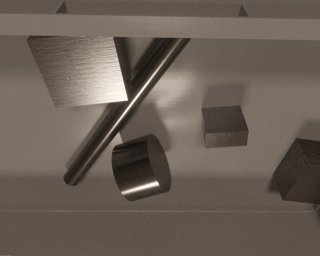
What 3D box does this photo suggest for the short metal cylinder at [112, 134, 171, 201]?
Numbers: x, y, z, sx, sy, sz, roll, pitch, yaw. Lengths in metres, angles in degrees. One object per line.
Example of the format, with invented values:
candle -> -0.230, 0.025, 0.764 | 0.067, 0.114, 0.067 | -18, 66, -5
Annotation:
short metal cylinder -> -0.023, 0.053, 0.418 | 0.050, 0.080, 0.080 | -18, 128, 14

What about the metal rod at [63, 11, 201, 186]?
metal rod -> -0.052, -0.016, 0.394 | 0.025, 0.025, 0.298 | 27, 125, -22

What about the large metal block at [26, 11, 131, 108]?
large metal block -> -0.080, -0.072, 0.330 | 0.080, 0.050, 0.080 | -6, 130, 4

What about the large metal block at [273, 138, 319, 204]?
large metal block -> 0.226, 0.065, 0.452 | 0.081, 0.050, 0.079 | 8, 130, -7

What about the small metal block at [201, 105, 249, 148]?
small metal block -> 0.080, -0.002, 0.392 | 0.050, 0.050, 0.025 | -4, 130, 3
